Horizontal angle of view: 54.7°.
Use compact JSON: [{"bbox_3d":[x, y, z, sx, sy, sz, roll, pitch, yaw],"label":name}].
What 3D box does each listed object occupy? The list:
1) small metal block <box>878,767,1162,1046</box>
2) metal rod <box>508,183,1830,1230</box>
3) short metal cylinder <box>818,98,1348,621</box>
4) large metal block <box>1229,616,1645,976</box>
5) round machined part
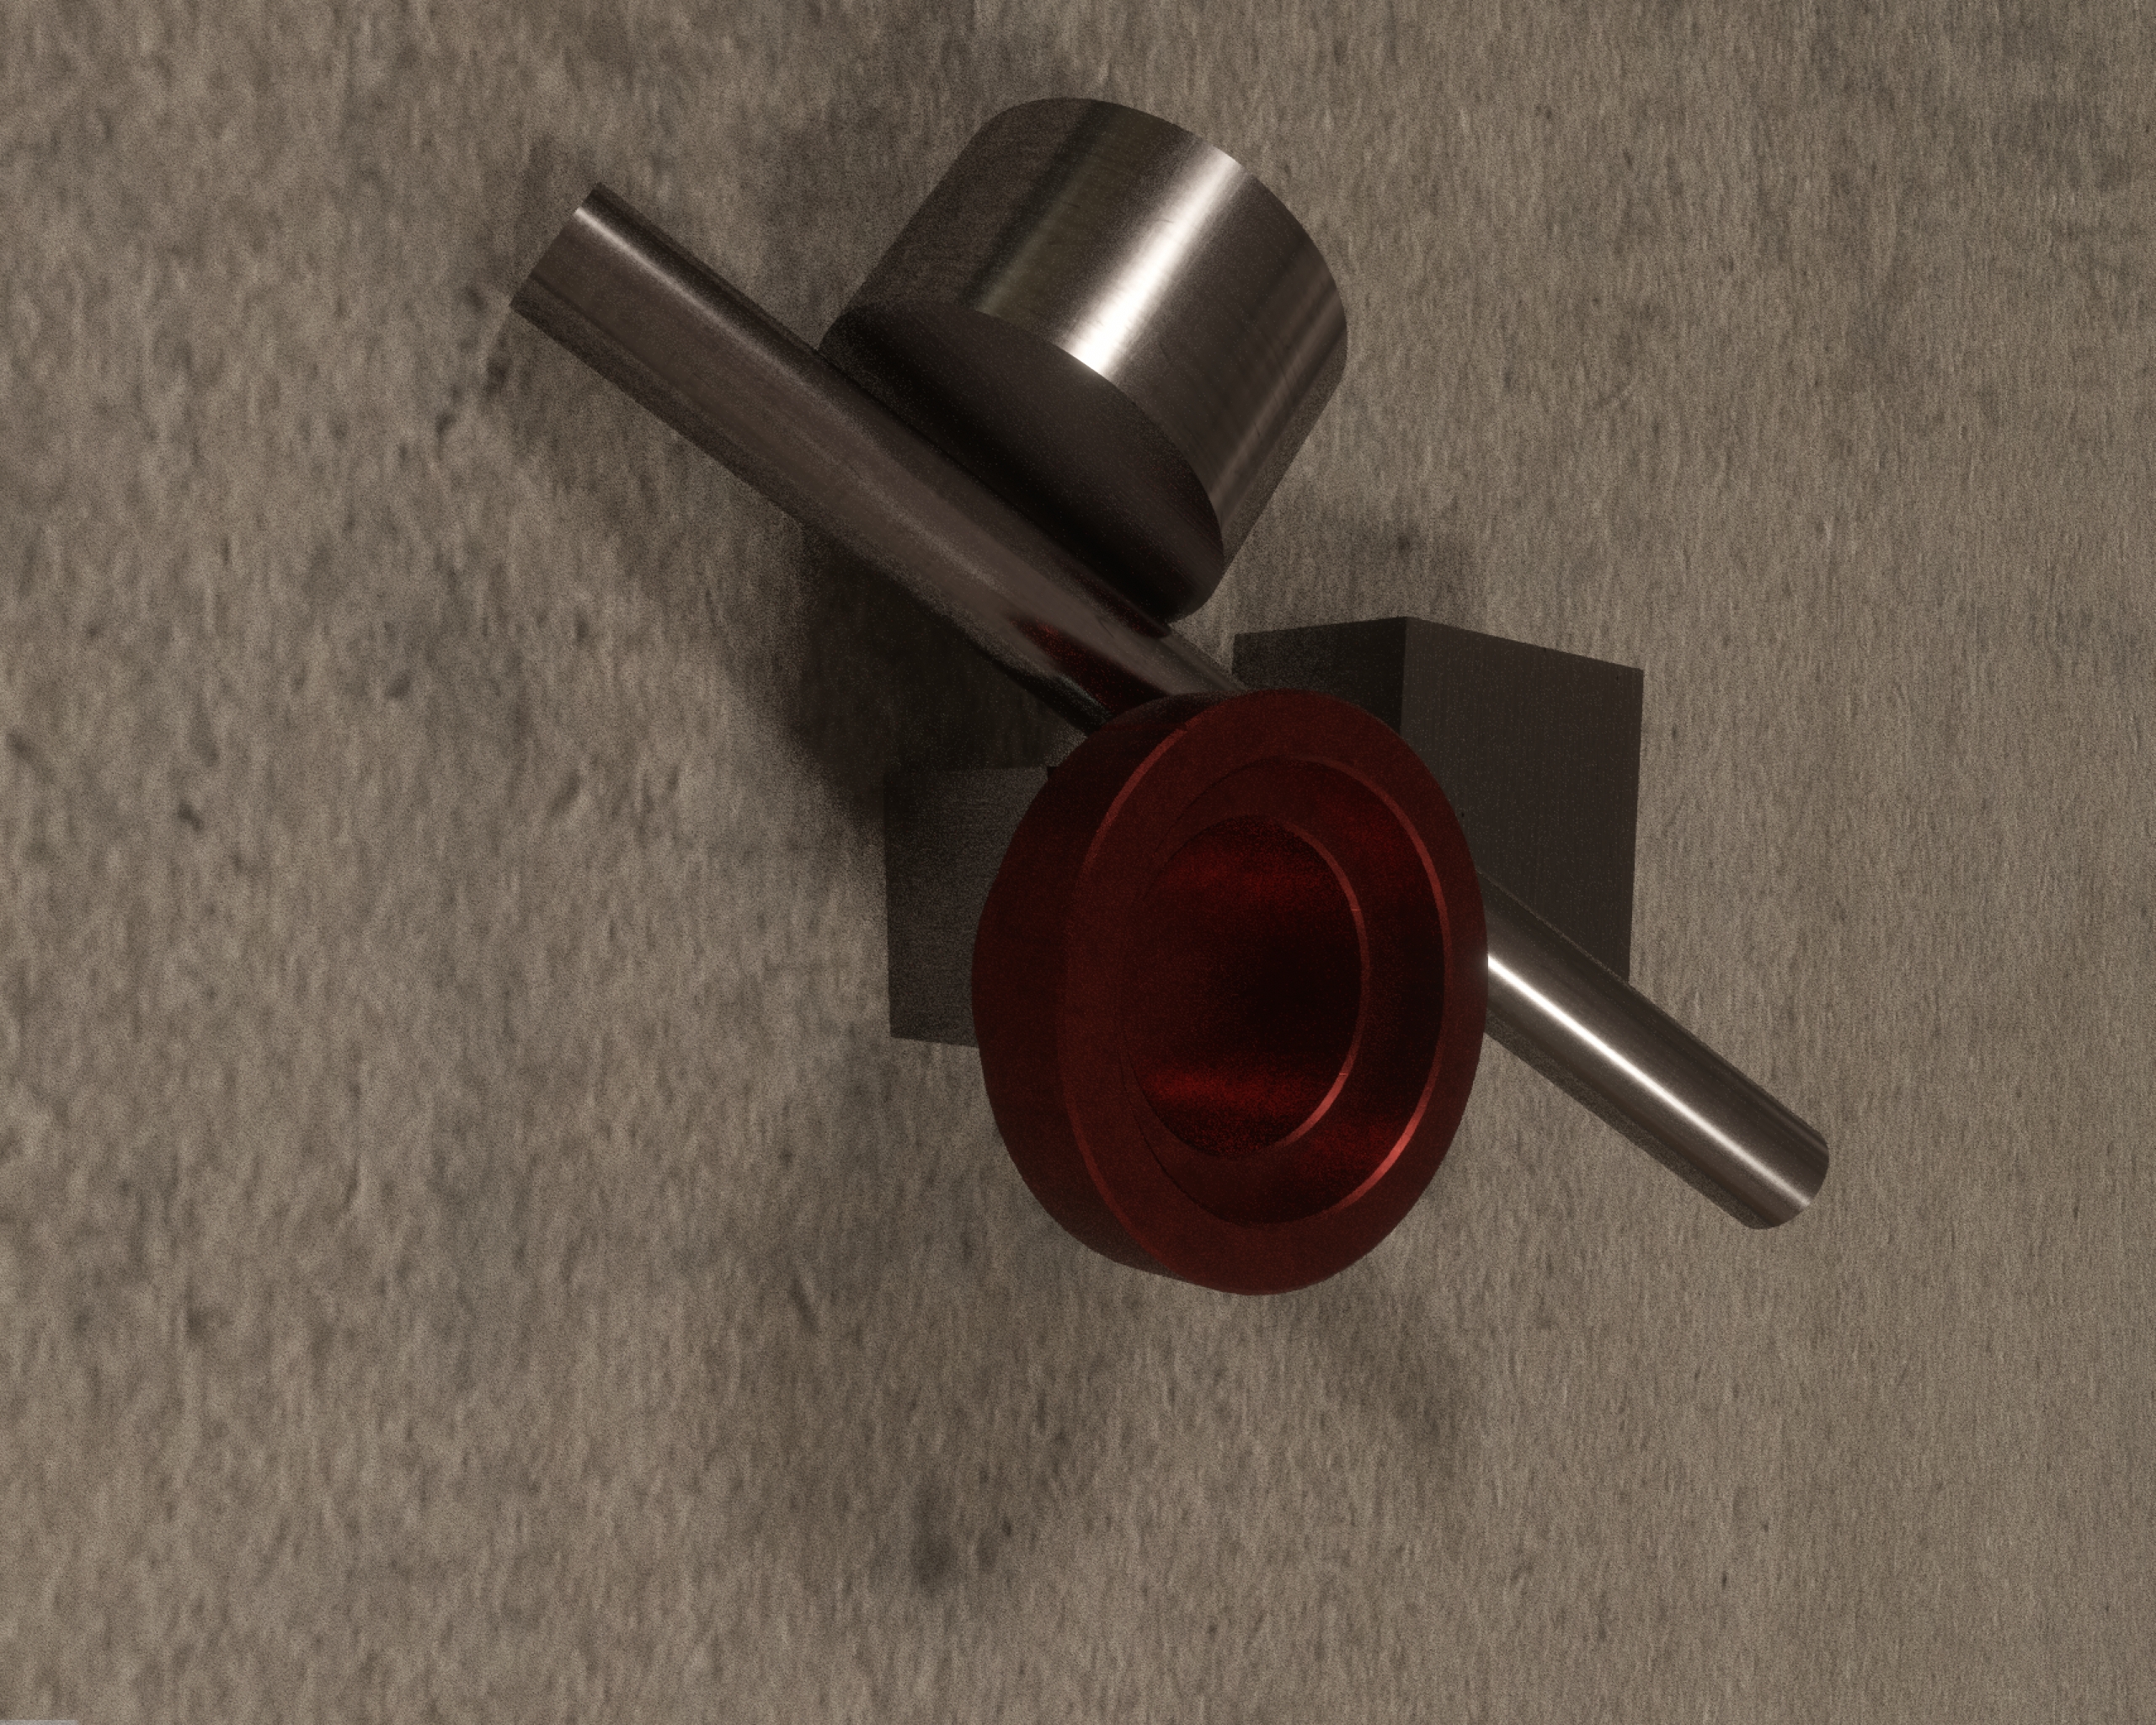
[{"bbox_3d":[-0.011,0.008,0.383,0.025,0.050,0.050,-3,92,-40],"label":"small metal block"},{"bbox_3d":[0.031,-0.017,0.386,0.301,0.025,0.025,36,67,-19],"label":"metal rod"},{"bbox_3d":[0.001,-0.087,0.373,0.080,0.080,0.050,45,63,-31],"label":"short metal cylinder"},{"bbox_3d":[0.077,-0.007,0.458,0.081,0.050,0.080,6,86,-40],"label":"large metal block"},{"bbox_3d":[0.021,0.020,0.351,0.099,0.042,0.097,-2,93,-40],"label":"round machined part"}]
